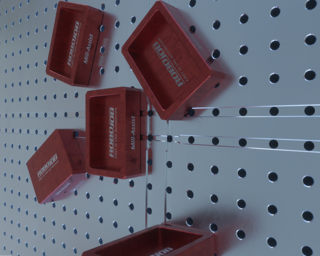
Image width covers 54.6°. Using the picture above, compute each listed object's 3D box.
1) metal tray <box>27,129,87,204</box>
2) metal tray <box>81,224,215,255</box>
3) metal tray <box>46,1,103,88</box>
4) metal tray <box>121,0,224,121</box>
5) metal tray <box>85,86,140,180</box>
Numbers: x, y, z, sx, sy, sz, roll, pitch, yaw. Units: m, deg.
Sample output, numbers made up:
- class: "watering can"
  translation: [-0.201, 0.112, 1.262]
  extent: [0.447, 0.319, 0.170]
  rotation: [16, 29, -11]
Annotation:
- class: "metal tray"
  translation: [-0.192, 0.071, 0.567]
  extent: [0.129, 0.030, 0.090]
  rotation: [-40, 66, 33]
- class: "metal tray"
  translation: [-0.009, 0.145, 0.349]
  extent: [0.090, 0.131, 0.030]
  rotation: [-4, 88, 40]
- class: "metal tray"
  translation: [-0.149, -0.144, 0.530]
  extent: [0.090, 0.030, 0.129]
  rotation: [25, 106, 37]
- class: "metal tray"
  translation: [0.010, -0.085, 0.398]
  extent: [0.090, 0.030, 0.130]
  rotation: [-44, 63, 31]
- class: "metal tray"
  translation: [-0.073, 0.007, 0.467]
  extent: [0.090, 0.030, 0.129]
  rotation: [0, 90, 40]
